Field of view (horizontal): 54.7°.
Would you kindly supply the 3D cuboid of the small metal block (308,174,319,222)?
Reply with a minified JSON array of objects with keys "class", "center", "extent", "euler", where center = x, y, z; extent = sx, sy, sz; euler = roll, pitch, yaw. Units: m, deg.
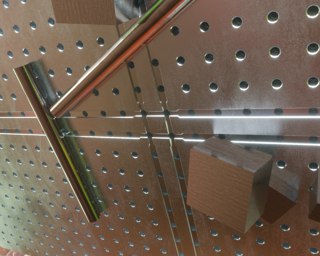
[{"class":"small metal block","center":[0.197,0.085,0.344],"extent":[0.050,0.050,0.025],"euler":[19,126,17]}]

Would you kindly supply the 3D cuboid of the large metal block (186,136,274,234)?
[{"class":"large metal block","center":[0.081,0.064,0.371],"extent":[0.080,0.050,0.079],"euler":[20,119,37]}]

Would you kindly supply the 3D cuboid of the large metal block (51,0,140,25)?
[{"class":"large metal block","center":[-0.073,-0.159,0.335],"extent":[0.080,0.050,0.079],"euler":[10,123,23]}]

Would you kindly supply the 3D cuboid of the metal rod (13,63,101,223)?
[{"class":"metal rod","center":[-0.165,0.038,0.521],"extent":[0.025,0.025,0.298],"euler":[-4,117,30]}]

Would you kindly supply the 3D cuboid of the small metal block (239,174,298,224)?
[{"class":"small metal block","center":[0.137,0.087,0.393],"extent":[0.050,0.025,0.050],"euler":[33,129,6]}]

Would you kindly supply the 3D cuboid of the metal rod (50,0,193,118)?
[{"class":"metal rod","center":[-0.057,-0.088,0.386],"extent":[0.299,0.025,0.025],"euler":[-32,101,38]}]
